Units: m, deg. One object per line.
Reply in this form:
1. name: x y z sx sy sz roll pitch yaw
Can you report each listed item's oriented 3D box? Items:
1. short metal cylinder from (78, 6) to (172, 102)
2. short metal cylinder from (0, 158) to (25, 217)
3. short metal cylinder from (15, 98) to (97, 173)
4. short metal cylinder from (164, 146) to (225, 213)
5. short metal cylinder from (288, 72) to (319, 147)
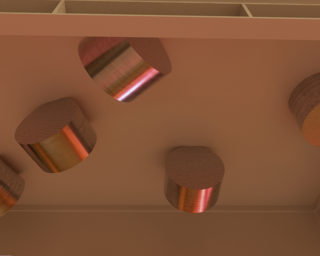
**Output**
1. short metal cylinder: -0.033 -0.073 0.311 0.050 0.080 0.080 -34 123 25
2. short metal cylinder: -0.245 0.087 0.443 0.080 0.080 0.050 -19 128 15
3. short metal cylinder: -0.125 0.008 0.378 0.080 0.080 0.050 -15 129 12
4. short metal cylinder: 0.046 0.070 0.434 0.081 0.080 0.050 1 130 -2
5. short metal cylinder: 0.206 -0.023 0.377 0.081 0.050 0.079 0 130 0
